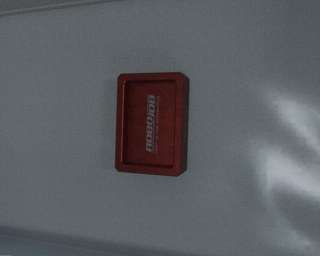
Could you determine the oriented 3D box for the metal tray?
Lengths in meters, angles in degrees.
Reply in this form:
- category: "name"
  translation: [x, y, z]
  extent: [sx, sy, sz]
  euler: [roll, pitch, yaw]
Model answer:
- category: "metal tray"
  translation: [-0.010, -0.006, 0.407]
  extent: [0.090, 0.030, 0.129]
  euler: [2, 90, 19]
